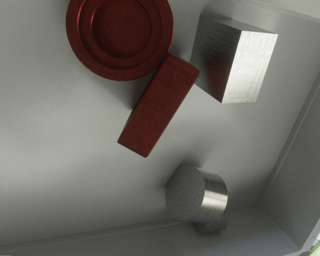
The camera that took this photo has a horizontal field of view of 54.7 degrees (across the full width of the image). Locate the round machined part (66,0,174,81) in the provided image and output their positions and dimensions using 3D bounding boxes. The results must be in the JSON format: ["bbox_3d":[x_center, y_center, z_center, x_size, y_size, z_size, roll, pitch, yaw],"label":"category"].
[{"bbox_3d":[-0.037,-0.098,0.302,0.099,0.042,0.097,0,109,0],"label":"round machined part"}]

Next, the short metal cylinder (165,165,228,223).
[{"bbox_3d":[0.054,0.101,0.467,0.050,0.080,0.080,22,106,-37],"label":"short metal cylinder"}]

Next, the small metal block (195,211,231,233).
[{"bbox_3d":[0.084,0.151,0.534,0.050,0.050,0.025,4,116,-31],"label":"small metal block"}]

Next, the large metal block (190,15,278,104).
[{"bbox_3d":[0.080,-0.083,0.368,0.050,0.080,0.079,-4,120,-27],"label":"large metal block"}]

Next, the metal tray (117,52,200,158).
[{"bbox_3d":[-0.002,-0.033,0.322,0.030,0.130,0.090,30,103,-7],"label":"metal tray"}]
